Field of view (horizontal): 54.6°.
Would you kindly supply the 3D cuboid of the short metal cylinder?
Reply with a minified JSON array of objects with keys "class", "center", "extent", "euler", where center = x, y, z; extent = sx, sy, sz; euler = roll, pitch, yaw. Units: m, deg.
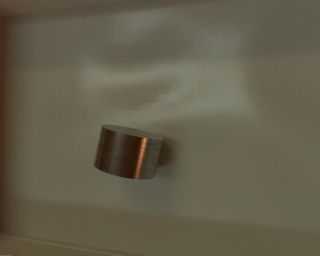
[{"class":"short metal cylinder","center":[-0.040,0.029,0.396],"extent":[0.080,0.080,0.050],"euler":[14,95,19]}]
